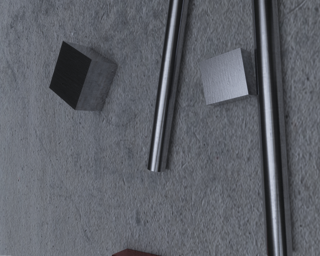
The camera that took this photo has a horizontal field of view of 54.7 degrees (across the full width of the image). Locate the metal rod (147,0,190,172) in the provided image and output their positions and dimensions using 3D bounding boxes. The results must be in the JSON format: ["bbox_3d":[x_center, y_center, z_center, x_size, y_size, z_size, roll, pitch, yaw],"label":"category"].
[{"bbox_3d":[0.015,-0.092,0.390,0.025,0.025,0.298,13,98,39],"label":"metal rod"}]

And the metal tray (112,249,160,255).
[{"bbox_3d":[-0.022,0.239,0.417,0.090,0.030,0.129,-7,85,39],"label":"metal tray"}]

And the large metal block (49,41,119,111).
[{"bbox_3d":[-0.121,-0.080,0.486,0.080,0.050,0.079,36,112,34],"label":"large metal block"}]

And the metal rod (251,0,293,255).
[{"bbox_3d":[0.111,-0.024,0.312,0.025,0.025,0.298,-4,87,39],"label":"metal rod"}]

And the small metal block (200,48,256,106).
[{"bbox_3d":[0.075,-0.054,0.342,0.050,0.025,0.050,-13,82,39],"label":"small metal block"}]
